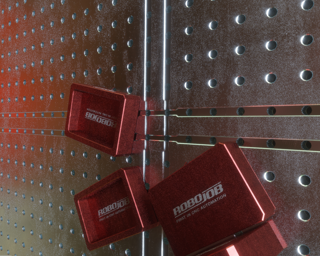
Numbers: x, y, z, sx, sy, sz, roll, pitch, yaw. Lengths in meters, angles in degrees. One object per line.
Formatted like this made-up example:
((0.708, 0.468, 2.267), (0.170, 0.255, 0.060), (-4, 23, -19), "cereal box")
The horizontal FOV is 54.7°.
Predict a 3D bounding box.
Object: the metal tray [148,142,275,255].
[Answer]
((0.052, 0.085, 0.362), (0.129, 0.030, 0.090), (-39, 66, 32), "metal tray")

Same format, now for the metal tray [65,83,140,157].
((-0.094, -0.016, 0.480), (0.130, 0.030, 0.089), (17, 101, 38), "metal tray")

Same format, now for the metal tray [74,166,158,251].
((-0.071, 0.122, 0.461), (0.130, 0.030, 0.090), (-32, 70, 35), "metal tray")

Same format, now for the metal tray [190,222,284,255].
((0.052, 0.145, 0.323), (0.129, 0.091, 0.030), (-39, 66, 32), "metal tray")
